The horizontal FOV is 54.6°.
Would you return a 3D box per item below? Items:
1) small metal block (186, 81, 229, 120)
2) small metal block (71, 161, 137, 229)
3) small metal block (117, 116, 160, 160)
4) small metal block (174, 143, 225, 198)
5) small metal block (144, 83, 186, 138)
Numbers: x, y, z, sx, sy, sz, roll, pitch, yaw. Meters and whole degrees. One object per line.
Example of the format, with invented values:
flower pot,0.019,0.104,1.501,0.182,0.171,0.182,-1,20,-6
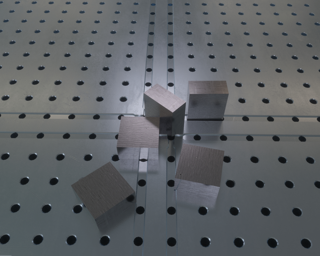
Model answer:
small metal block,0.063,-0.037,0.423,0.050,0.050,0.025,0,50,0
small metal block,-0.062,0.074,0.346,0.050,0.025,0.050,-32,57,-24
small metal block,-0.026,0.012,0.397,0.050,0.025,0.050,1,50,1
small metal block,0.047,0.049,0.367,0.050,0.025,0.050,10,51,8
small metal block,0.006,-0.023,0.411,0.050,0.050,0.025,36,59,26
